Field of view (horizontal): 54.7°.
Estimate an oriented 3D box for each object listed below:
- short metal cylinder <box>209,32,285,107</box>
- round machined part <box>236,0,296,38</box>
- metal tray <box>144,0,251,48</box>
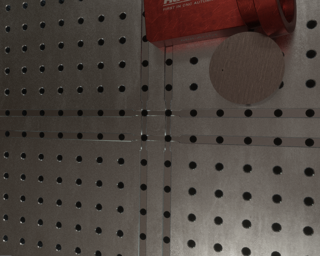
[{"bbox_3d":[0.102,-0.066,0.363,0.080,0.050,0.079,0,90,19],"label":"short metal cylinder"},{"bbox_3d":[0.114,-0.147,0.336,0.042,0.099,0.097,-5,88,36],"label":"round machined part"},{"bbox_3d":[0.046,-0.159,0.393,0.130,0.030,0.089,-4,89,19],"label":"metal tray"}]
